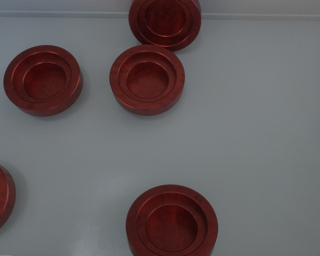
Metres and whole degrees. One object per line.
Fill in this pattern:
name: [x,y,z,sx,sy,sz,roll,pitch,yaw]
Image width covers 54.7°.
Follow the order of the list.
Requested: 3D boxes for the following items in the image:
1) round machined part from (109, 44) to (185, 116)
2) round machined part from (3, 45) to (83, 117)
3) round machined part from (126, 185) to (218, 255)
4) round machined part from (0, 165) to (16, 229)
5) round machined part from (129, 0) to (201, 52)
round machined part: [-0.017,-0.061,0.423,0.099,0.042,0.098,0,70,0]
round machined part: [-0.154,-0.060,0.421,0.099,0.042,0.098,0,70,0]
round machined part: [0.013,0.115,0.346,0.099,0.042,0.098,0,44,0]
round machined part: [-0.220,0.086,0.368,0.099,0.042,0.098,0,70,0]
round machined part: [0.008,-0.158,0.432,0.099,0.097,0.042,5,50,2]
